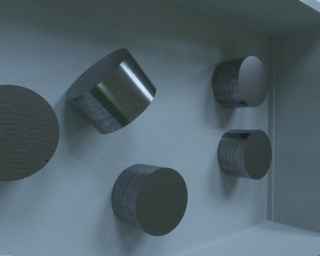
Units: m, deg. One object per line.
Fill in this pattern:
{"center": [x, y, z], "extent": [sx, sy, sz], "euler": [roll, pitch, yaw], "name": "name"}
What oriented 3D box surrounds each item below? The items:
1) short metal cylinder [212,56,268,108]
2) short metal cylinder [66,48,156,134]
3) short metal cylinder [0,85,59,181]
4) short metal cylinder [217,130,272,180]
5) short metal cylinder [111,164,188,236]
{"center": [0.131, -0.072, 0.503], "extent": [0.081, 0.050, 0.079], "euler": [0, 90, -40], "name": "short metal cylinder"}
{"center": [-0.051, -0.039, 0.329], "extent": [0.050, 0.080, 0.080], "euler": [52, 60, -28], "name": "short metal cylinder"}
{"center": [-0.139, 0.004, 0.275], "extent": [0.081, 0.050, 0.079], "euler": [0, 90, -40], "name": "short metal cylinder"}
{"center": [0.141, 0.042, 0.511], "extent": [0.081, 0.050, 0.079], "euler": [0, 90, -40], "name": "short metal cylinder"}
{"center": [-0.012, 0.086, 0.382], "extent": [0.081, 0.050, 0.079], "euler": [0, 90, -40], "name": "short metal cylinder"}
